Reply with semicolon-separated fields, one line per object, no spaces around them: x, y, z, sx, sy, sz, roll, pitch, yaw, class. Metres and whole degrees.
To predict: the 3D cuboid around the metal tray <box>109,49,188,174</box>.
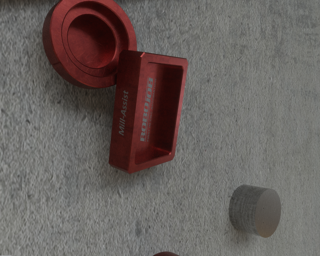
-0.012;-0.020;0.360;0.091;0.030;0.129;-9;111;-53;metal tray

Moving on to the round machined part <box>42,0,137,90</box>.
-0.077;-0.090;0.331;0.099;0.042;0.097;0;90;-40;round machined part

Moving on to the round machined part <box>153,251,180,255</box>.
-0.002;0.207;0.395;0.099;0.042;0.097;0;90;-40;round machined part

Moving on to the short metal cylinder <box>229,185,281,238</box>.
0.163;0.140;0.529;0.081;0.050;0.079;0;90;-40;short metal cylinder
